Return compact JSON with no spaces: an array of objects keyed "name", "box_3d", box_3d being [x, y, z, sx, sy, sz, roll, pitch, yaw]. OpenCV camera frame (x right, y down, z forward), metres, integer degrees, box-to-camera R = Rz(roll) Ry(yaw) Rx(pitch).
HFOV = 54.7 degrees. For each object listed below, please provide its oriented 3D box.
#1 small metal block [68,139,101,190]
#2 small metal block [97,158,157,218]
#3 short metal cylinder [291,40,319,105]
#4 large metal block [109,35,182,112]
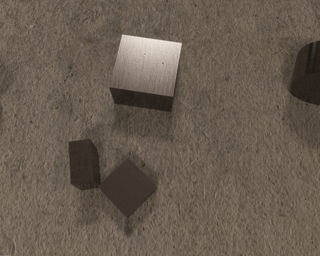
[{"name":"small metal block","box_3d":[-0.091,0.046,0.377,0.025,0.050,0.050,-8,70,-3]},{"name":"small metal block","box_3d":[-0.039,0.074,0.381,0.050,0.025,0.050,43,75,14]},{"name":"short metal cylinder","box_3d":[0.219,-0.071,0.407,0.080,0.080,0.050,17,71,5]},{"name":"large metal block","box_3d":[-0.017,-0.073,0.421,0.080,0.050,0.080,9,70,3]}]
